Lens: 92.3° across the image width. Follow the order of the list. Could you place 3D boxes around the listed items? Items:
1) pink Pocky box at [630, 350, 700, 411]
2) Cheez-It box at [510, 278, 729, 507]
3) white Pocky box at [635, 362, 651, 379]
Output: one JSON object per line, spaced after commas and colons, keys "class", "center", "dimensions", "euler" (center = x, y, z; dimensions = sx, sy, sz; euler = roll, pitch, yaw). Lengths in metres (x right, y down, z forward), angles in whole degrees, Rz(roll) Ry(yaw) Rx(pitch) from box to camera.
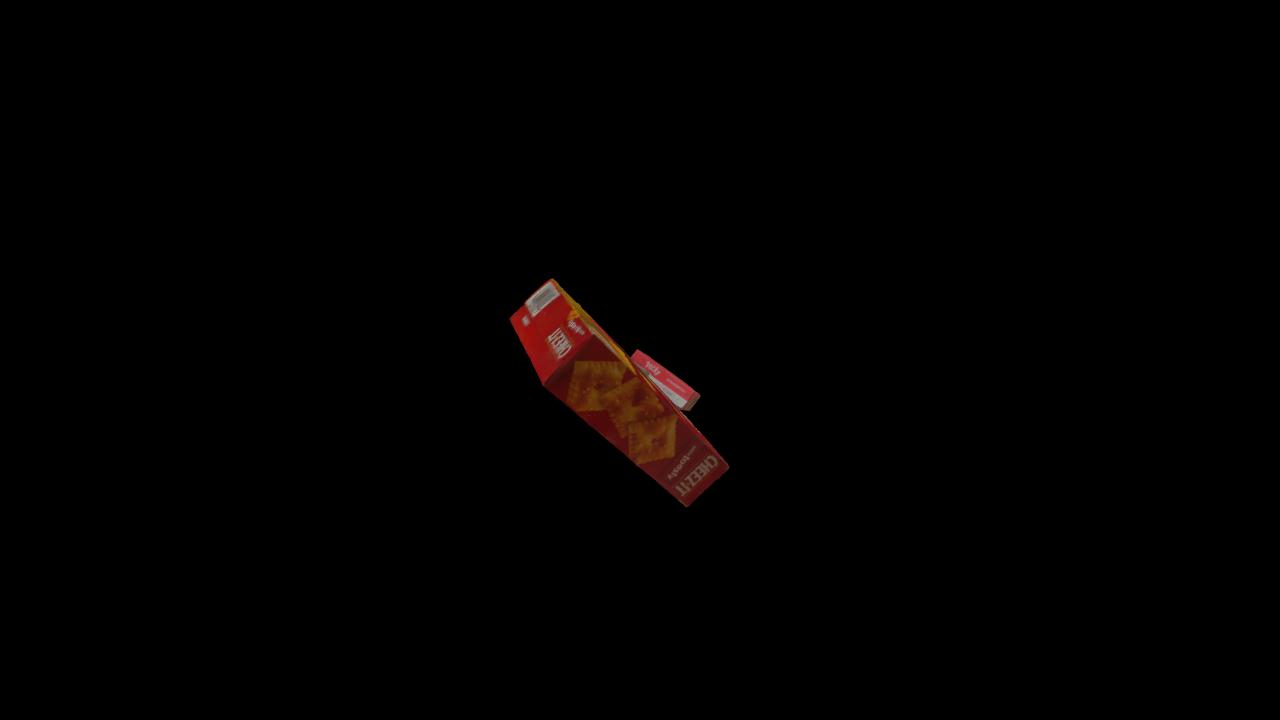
{"class": "pink Pocky box", "center": [0.031, 0.028, 0.759], "dimensions": [0.084, 0.029, 0.155], "euler": [37, 1, 10]}
{"class": "Cheez-It box", "center": [-0.023, 0.033, 0.634], "dimensions": [0.223, 0.071, 0.166], "euler": [46, 1, -32]}
{"class": "white Pocky box", "center": [-0.047, 0.019, 0.714], "dimensions": [0.028, 0.084, 0.154], "euler": [-30, 45, -31]}
